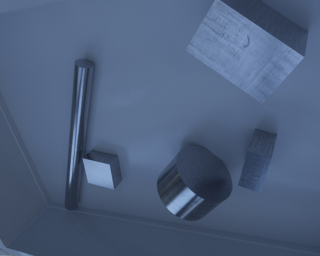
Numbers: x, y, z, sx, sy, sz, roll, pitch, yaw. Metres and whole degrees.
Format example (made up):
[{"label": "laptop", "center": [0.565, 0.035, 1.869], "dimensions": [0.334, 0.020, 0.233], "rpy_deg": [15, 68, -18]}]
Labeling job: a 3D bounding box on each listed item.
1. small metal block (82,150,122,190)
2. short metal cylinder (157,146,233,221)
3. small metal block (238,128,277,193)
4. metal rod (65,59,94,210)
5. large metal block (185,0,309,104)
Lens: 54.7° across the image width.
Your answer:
[{"label": "small metal block", "center": [-0.092, 0.067, 0.496], "dimensions": [0.050, 0.025, 0.050], "rpy_deg": [10, 123, 22]}, {"label": "short metal cylinder", "center": [0.043, 0.069, 0.392], "dimensions": [0.080, 0.080, 0.050], "rpy_deg": [38, 129, 2]}, {"label": "small metal block", "center": [0.112, 0.037, 0.356], "dimensions": [0.025, 0.050, 0.050], "rpy_deg": [17, 125, 18]}, {"label": "metal rod", "center": [-0.133, 0.030, 0.494], "dimensions": [0.025, 0.025, 0.298], "rpy_deg": [25, 127, 12]}, {"label": "large metal block", "center": [0.082, -0.079, 0.281], "dimensions": [0.080, 0.080, 0.050], "rpy_deg": [36, 129, 4]}]
